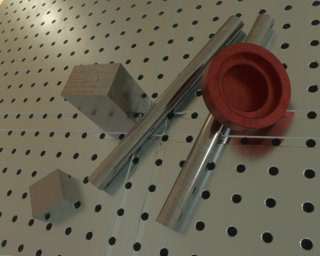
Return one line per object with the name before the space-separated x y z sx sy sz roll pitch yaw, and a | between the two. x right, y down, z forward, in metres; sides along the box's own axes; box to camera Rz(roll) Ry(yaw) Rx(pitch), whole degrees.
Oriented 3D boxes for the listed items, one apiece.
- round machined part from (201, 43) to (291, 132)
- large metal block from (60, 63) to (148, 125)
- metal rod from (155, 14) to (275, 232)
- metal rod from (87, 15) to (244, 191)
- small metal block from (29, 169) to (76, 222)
round machined part | 0.093 -0.043 0.353 0.099 0.042 0.098 3 78 -13
large metal block | -0.076 -0.046 0.439 0.080 0.080 0.050 4 64 29
metal rod | 0.075 -0.019 0.379 0.025 0.025 0.300 17 70 34
metal rod | 0.012 -0.039 0.424 0.300 0.025 0.025 -49 52 -7
small metal block | -0.149 0.093 0.428 0.050 0.025 0.050 -32 52 7
